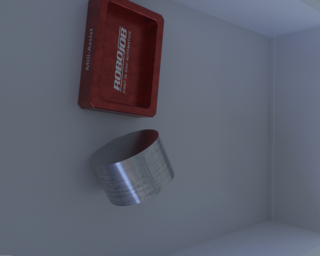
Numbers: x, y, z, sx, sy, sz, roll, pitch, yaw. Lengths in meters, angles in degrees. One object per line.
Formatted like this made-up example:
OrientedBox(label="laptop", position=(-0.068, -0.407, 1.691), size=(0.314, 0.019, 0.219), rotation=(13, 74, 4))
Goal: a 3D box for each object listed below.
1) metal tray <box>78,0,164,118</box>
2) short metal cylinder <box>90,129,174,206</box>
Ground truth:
OrientedBox(label="metal tray", position=(-0.043, -0.081, 0.368), size=(0.091, 0.030, 0.129), rotation=(8, 85, -40))
OrientedBox(label="short metal cylinder", position=(-0.030, 0.042, 0.347), size=(0.081, 0.080, 0.050), rotation=(-34, 112, -35))
